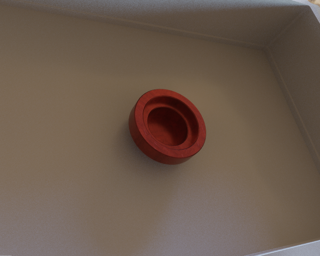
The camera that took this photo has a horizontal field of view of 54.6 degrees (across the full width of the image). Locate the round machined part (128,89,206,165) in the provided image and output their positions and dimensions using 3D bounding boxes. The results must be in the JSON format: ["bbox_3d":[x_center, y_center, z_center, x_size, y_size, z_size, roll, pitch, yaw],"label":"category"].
[{"bbox_3d":[0.006,0.002,0.396,0.099,0.042,0.098,13,56,-21],"label":"round machined part"}]
